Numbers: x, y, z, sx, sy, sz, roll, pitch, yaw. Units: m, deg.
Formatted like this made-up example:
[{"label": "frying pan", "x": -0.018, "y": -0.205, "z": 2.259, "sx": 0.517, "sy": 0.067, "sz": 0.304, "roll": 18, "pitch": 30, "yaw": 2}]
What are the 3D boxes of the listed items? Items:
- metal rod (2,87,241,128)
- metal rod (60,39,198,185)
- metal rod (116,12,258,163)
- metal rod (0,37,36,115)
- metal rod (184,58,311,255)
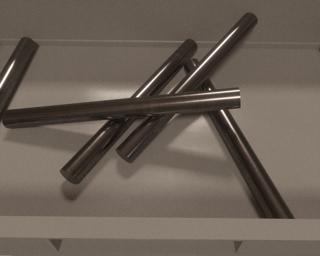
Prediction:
[{"label": "metal rod", "x": -0.055, "y": -0.024, "z": 0.389, "sx": 0.301, "sy": 0.025, "sz": 0.025, "roll": -5, "pitch": 50, "yaw": 9}, {"label": "metal rod", "x": -0.027, "y": -0.041, "z": 0.439, "sx": 0.025, "sy": 0.025, "sz": 0.301, "roll": 25, "pitch": 54, "yaw": 19}, {"label": "metal rod", "x": 0.049, "y": -0.069, "z": 0.433, "sx": 0.025, "sy": 0.025, "sz": 0.301, "roll": 32, "pitch": 66, "yaw": 24}, {"label": "metal rod", "x": -0.230, "y": -0.028, "z": 0.425, "sx": 0.025, "sy": 0.025, "sz": 0.300, "roll": 3, "pitch": 50, "yaw": 2}, {"label": "metal rod", "x": 0.094, "y": 0.010, "z": 0.397, "sx": 0.025, "sy": 0.025, "sz": 0.300, "roll": -13, "pitch": 51, "yaw": -11}]
